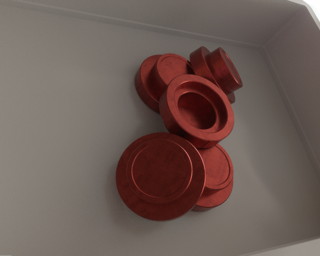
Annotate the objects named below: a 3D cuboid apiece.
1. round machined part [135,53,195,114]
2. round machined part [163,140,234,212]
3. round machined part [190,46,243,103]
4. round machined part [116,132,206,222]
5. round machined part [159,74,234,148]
[{"bbox_3d":[0.017,-0.068,0.444,0.099,0.042,0.098,14,56,-21],"label":"round machined part"},{"bbox_3d":[0.053,0.052,0.391,0.099,0.042,0.098,14,56,-21],"label":"round machined part"},{"bbox_3d":[0.089,-0.081,0.465,0.098,0.042,0.098,44,29,-32],"label":"round machined part"},{"bbox_3d":[0.000,0.050,0.337,0.099,0.042,0.098,-1,69,3],"label":"round machined part"},{"bbox_3d":[0.043,-0.018,0.400,0.099,0.042,0.098,14,56,-21],"label":"round machined part"}]
